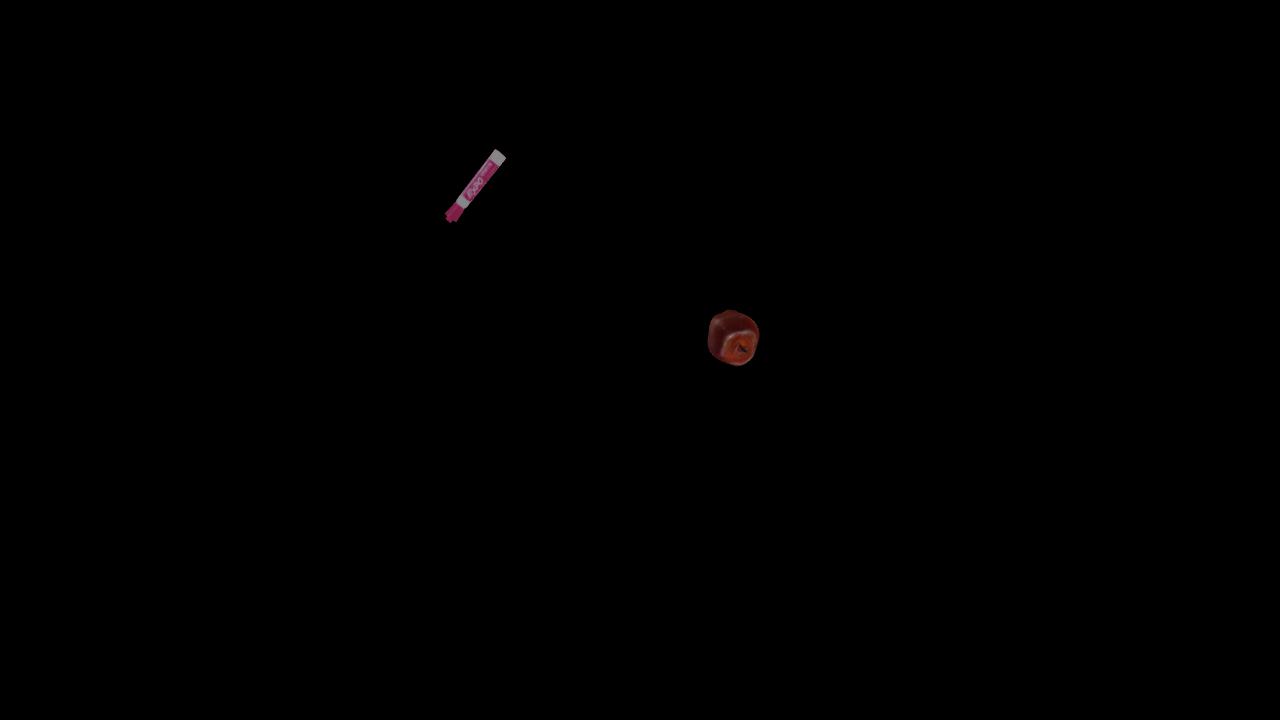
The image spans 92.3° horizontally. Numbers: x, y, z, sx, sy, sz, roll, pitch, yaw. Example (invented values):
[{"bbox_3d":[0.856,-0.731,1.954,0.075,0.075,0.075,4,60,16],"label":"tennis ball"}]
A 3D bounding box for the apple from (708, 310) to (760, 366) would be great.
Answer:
[{"bbox_3d":[0.138,-0.033,0.913,0.079,0.079,0.093,0,29,-14],"label":"apple"}]

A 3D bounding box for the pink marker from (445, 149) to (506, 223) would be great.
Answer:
[{"bbox_3d":[-0.232,-0.241,0.860,0.020,0.121,0.020,40,9,-8],"label":"pink marker"}]
